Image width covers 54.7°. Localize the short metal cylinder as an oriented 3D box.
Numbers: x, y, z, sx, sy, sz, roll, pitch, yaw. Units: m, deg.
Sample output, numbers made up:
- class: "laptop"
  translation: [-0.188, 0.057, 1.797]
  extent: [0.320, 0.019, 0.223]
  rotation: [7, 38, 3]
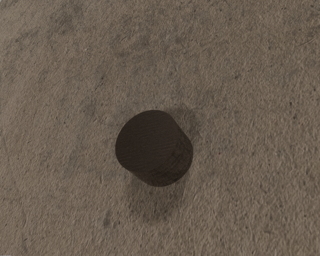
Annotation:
- class: "short metal cylinder"
  translation: [-0.006, 0.025, 0.375]
  extent: [0.080, 0.050, 0.080]
  rotation: [-13, 56, 20]
